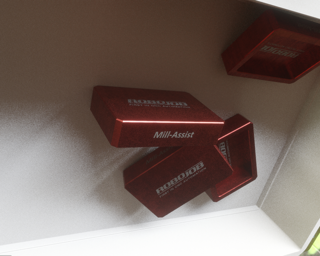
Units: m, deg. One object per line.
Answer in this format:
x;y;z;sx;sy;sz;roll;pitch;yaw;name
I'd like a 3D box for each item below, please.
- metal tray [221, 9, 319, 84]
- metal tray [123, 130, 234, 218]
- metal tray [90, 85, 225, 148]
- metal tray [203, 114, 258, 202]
0.158;-0.099;0.402;0.131;0.030;0.090;2;154;-30;metal tray
0.025;0.063;0.436;0.130;0.030;0.090;-34;123;9;metal tray
-0.004;-0.014;0.356;0.131;0.090;0.030;0;118;-29;metal tray
0.108;0.051;0.498;0.091;0.030;0.129;-27;128;-12;metal tray
